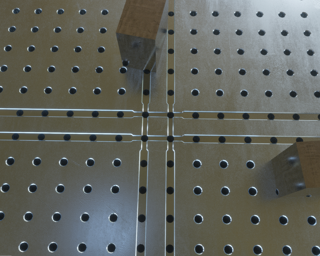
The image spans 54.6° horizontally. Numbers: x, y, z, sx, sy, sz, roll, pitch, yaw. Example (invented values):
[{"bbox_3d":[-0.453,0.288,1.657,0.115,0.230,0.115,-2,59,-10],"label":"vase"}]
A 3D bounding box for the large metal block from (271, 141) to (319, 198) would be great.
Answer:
[{"bbox_3d":[0.189,0.050,0.365,0.080,0.080,0.050,-3,70,-1],"label":"large metal block"}]

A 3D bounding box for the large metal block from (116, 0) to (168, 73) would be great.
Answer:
[{"bbox_3d":[-0.021,-0.136,0.432,0.050,0.080,0.080,12,71,4],"label":"large metal block"}]
